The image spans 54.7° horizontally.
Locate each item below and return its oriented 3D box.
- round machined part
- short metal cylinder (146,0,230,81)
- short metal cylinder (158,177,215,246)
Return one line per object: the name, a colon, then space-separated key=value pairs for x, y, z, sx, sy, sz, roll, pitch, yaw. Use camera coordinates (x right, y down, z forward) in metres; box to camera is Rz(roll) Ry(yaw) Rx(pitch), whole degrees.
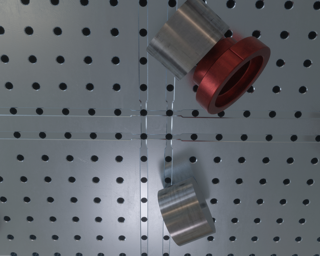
round machined part: x=0.077 y=-0.066 z=0.361 sx=0.042 sy=0.098 sz=0.098 roll=47 pitch=107 yaw=21
short metal cylinder: x=0.030 y=-0.099 z=0.344 sx=0.050 sy=0.080 sz=0.080 roll=43 pitch=105 yaw=-6
short metal cylinder: x=0.037 y=0.114 z=0.426 sx=0.050 sy=0.080 sz=0.080 roll=-24 pitch=108 yaw=9
